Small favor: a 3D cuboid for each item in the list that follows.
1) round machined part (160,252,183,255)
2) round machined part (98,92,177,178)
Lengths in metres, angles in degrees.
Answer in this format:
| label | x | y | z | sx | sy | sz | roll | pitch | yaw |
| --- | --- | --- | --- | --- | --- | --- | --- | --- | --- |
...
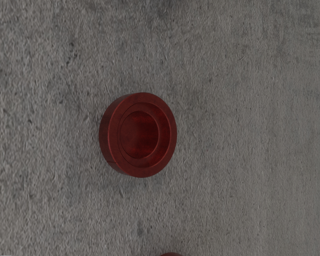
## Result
| label | x | y | z | sx | sy | sz | roll | pitch | yaw |
| --- | --- | --- | --- | --- | --- | --- | --- | --- | --- |
| round machined part | 0.005 | 0.210 | 0.398 | 0.099 | 0.042 | 0.097 | 0 | 90 | -40 |
| round machined part | -0.030 | 0.008 | 0.369 | 0.099 | 0.042 | 0.097 | 0 | 90 | -40 |
